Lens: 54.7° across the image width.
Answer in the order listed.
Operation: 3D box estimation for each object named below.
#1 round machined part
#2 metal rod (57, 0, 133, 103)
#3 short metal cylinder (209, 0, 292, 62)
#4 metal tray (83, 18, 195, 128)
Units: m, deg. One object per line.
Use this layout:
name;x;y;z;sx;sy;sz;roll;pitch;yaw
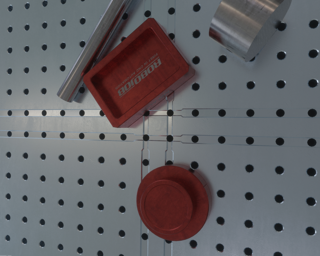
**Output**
round machined part;0.014;0.097;0.398;0.098;0.042;0.097;0;90;20
metal rod;-0.061;-0.167;0.434;0.025;0.025;0.299;37;102;16
short metal cylinder;0.100;-0.122;0.348;0.050;0.080;0.080;39;103;15
metal tray;-0.031;-0.071;0.420;0.130;0.030;0.090;-37;78;16
